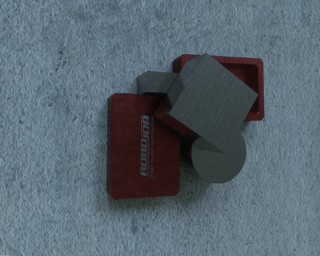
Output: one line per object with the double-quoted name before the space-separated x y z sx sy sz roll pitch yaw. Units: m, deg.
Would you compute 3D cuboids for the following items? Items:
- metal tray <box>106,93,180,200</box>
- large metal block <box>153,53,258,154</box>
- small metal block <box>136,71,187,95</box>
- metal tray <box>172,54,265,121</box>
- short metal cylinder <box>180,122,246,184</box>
"metal tray" -0.021 0.022 0.401 0.091 0.030 0.129 1 90 -20
"large metal block" 0.053 -0.027 0.362 0.080 0.050 0.080 34 79 -17
"small metal block" 0.001 -0.055 0.397 0.050 0.050 0.025 1 90 -20
"metal tray" 0.084 -0.054 0.439 0.131 0.030 0.089 -2 91 -20
"short metal cylinder" 0.069 0.032 0.422 0.081 0.050 0.080 0 90 -20
